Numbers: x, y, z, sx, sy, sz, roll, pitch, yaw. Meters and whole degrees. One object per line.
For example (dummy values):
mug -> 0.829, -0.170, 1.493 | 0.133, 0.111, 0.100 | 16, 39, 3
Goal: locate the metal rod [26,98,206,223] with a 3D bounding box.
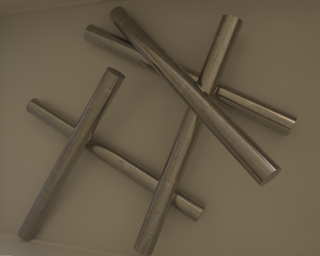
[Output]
metal rod -> -0.072, 0.037, 0.435 | 0.300, 0.025, 0.025 | 30, 100, 17

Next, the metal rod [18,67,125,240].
metal rod -> -0.132, 0.049, 0.434 | 0.025, 0.025, 0.298 | 39, 111, 15

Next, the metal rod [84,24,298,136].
metal rod -> 0.026, -0.069, 0.401 | 0.301, 0.025, 0.025 | 28, 99, 17

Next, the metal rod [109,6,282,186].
metal rod -> 0.021, -0.057, 0.357 | 0.025, 0.025, 0.300 | -47, 59, 14

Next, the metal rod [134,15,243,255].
metal rod -> 0.031, 0.014, 0.371 | 0.025, 0.025, 0.298 | 23, 97, 18
